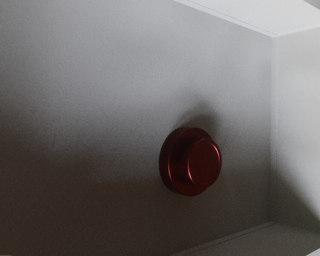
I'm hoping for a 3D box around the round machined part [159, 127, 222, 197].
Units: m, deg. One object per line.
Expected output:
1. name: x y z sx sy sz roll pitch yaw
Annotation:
1. round machined part: 0.049 0.047 0.436 0.099 0.042 0.097 0 90 -40
